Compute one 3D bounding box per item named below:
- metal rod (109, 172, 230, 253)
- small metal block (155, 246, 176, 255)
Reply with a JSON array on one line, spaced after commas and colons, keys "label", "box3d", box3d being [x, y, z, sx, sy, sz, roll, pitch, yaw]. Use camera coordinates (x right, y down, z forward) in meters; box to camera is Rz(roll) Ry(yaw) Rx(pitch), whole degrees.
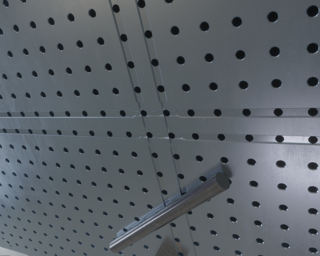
[{"label": "metal rod", "box3d": [-0.001, 0.149, 0.504, 0.025, 0.025, 0.299, 45, 129, -3]}, {"label": "small metal block", "box3d": [0.010, 0.250, 0.561, 0.050, 0.025, 0.050, 30, 128, 9]}]
